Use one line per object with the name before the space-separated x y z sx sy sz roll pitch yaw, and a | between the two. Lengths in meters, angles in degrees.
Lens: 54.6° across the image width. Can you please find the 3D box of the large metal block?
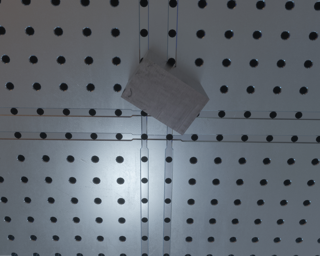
large metal block | 0.006 -0.046 0.367 0.080 0.080 0.050 32 107 -11
